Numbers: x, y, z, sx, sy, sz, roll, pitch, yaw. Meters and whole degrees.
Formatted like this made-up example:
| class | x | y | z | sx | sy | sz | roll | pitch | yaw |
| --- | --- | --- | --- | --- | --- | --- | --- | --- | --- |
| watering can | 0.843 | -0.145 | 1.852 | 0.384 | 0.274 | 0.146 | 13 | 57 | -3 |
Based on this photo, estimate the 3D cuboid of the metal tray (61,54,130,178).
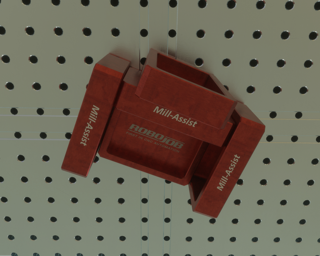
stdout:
| class | x | y | z | sx | sy | sz | roll | pitch | yaw |
| --- | --- | --- | --- | --- | --- | --- | --- | --- | --- |
| metal tray | -0.075 | -0.018 | 0.371 | 0.030 | 0.090 | 0.129 | 20 | 109 | -8 |

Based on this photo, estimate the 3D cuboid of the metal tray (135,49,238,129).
| class | x | y | z | sx | sy | sz | roll | pitch | yaw |
| --- | --- | --- | --- | --- | --- | --- | --- | --- | --- |
| metal tray | 0.024 | -0.048 | 0.339 | 0.090 | 0.130 | 0.030 | 21 | 109 | -8 |

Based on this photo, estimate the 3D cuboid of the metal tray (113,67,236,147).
| class | x | y | z | sx | sy | sz | roll | pitch | yaw |
| --- | --- | --- | --- | --- | --- | --- | --- | --- | --- |
| metal tray | 0.016 | -0.028 | 0.368 | 0.131 | 0.090 | 0.030 | 20 | 109 | -8 |

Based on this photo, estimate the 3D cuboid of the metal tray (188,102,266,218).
| class | x | y | z | sx | sy | sz | roll | pitch | yaw |
| --- | --- | --- | --- | --- | --- | --- | --- | --- | --- |
| metal tray | 0.077 | 0.035 | 0.391 | 0.030 | 0.090 | 0.129 | 21 | 109 | -7 |

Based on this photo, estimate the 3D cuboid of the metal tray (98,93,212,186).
| class | x | y | z | sx | sy | sz | roll | pitch | yaw |
| --- | --- | --- | --- | --- | --- | --- | --- | --- | --- |
| metal tray | -0.006 | 0.015 | 0.415 | 0.131 | 0.030 | 0.089 | 21 | 109 | -8 |
